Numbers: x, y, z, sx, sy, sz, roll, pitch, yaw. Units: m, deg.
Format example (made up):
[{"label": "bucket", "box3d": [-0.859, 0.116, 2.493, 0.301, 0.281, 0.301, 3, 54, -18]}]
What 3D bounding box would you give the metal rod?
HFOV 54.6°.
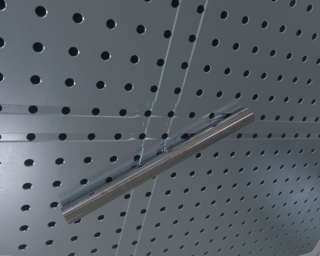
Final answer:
[{"label": "metal rod", "box3d": [0.005, 0.048, 0.442, 0.301, 0.025, 0.025, -28, 128, -11]}]
